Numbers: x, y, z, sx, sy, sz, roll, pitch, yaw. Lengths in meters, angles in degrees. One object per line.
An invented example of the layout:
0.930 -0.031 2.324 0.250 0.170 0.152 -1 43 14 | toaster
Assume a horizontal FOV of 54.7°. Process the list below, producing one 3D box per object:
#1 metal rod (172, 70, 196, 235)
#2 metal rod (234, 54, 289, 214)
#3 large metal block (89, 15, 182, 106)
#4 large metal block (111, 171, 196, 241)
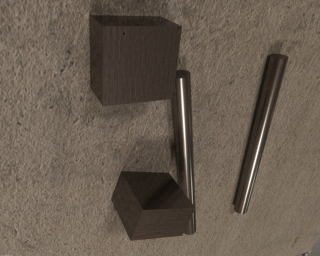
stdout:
0.038 0.056 0.464 0.025 0.025 0.298 -19 126 -18 | metal rod
0.161 0.026 0.513 0.025 0.025 0.298 -11 123 -23 | metal rod
-0.029 -0.074 0.331 0.081 0.050 0.079 -8 122 -25 | large metal block
-0.012 0.105 0.432 0.081 0.080 0.050 7 115 -32 | large metal block
